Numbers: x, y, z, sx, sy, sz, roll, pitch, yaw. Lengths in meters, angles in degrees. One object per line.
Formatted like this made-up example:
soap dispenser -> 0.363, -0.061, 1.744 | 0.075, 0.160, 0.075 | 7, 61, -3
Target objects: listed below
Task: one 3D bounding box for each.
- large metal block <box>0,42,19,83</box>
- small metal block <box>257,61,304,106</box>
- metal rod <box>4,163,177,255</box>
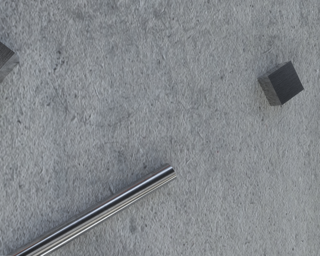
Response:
large metal block -> -0.209, -0.069, 0.318 | 0.080, 0.050, 0.080 | 39, 77, -16
small metal block -> 0.187, -0.069, 0.480 | 0.050, 0.025, 0.050 | -33, 101, -17
metal rod -> -0.112, 0.124, 0.368 | 0.302, 0.025, 0.025 | -28, 100, -18
